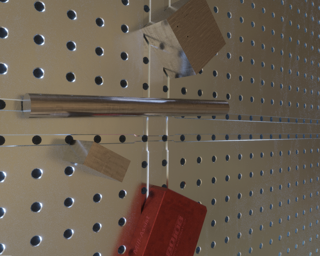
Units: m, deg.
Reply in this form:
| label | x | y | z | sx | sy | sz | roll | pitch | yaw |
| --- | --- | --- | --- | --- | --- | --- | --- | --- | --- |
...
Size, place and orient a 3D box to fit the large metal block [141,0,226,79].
| label | x | y | z | sx | sy | sz | roll | pitch | yaw |
| --- | --- | --- | --- | --- | --- | --- | --- | --- | --- |
| large metal block | 0.035 | -0.125 | 0.424 | 0.080 | 0.050 | 0.080 | -48 | 119 | -30 |

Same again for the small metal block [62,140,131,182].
| label | x | y | z | sx | sy | sz | roll | pitch | yaw |
| --- | --- | --- | --- | --- | --- | --- | --- | --- | --- |
| small metal block | -0.069 | 0.035 | 0.336 | 0.050 | 0.050 | 0.025 | 34 | 69 | -35 |

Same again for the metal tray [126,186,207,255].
| label | x | y | z | sx | sy | sz | roll | pitch | yaw |
| --- | --- | --- | --- | --- | --- | --- | --- | --- | --- |
| metal tray | 0.008 | 0.154 | 0.415 | 0.090 | 0.030 | 0.130 | 33 | 70 | -35 |

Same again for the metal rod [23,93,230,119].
| label | x | y | z | sx | sy | sz | roll | pitch | yaw |
| --- | --- | --- | --- | --- | --- | --- | --- | --- | --- |
| metal rod | -0.014 | -0.027 | 0.399 | 0.302 | 0.025 | 0.025 | -3 | 92 | -40 |
